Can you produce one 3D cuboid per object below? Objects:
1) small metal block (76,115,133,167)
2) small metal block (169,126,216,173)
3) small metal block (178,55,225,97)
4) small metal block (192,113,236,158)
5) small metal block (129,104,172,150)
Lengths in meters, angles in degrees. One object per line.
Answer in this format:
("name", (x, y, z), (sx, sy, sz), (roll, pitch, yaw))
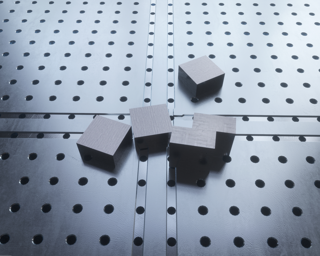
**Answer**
("small metal block", (-0.069, 0.016, 0.395), (0.050, 0.025, 0.050), (17, 52, 14))
("small metal block", (0.038, 0.026, 0.370), (0.050, 0.050, 0.025), (8, 51, 6))
("small metal block", (0.063, -0.081, 0.476), (0.050, 0.025, 0.050), (-24, 54, -19))
("small metal block", (0.064, 0.010, 0.384), (0.050, 0.050, 0.025), (8, 51, 6))
("small metal block", (-0.012, -0.003, 0.410), (0.050, 0.025, 0.050), (-9, 51, -7))
